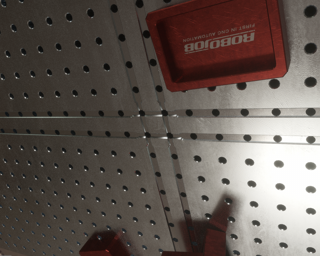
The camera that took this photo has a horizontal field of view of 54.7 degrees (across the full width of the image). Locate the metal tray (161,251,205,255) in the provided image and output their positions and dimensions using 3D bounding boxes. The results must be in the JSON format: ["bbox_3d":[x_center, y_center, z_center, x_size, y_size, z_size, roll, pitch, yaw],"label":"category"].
[{"bbox_3d":[0.066,0.247,0.503,0.090,0.030,0.130,-12,128,33],"label":"metal tray"}]

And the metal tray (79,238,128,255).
[{"bbox_3d":[-0.096,0.287,0.634,0.090,0.030,0.130,-19,109,35],"label":"metal tray"}]

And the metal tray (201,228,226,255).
[{"bbox_3d":[0.068,0.228,0.456,0.030,0.090,0.129,12,114,8],"label":"metal tray"}]

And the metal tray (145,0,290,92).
[{"bbox_3d":[0.059,-0.091,0.320,0.130,0.030,0.089,-4,117,29],"label":"metal tray"}]
